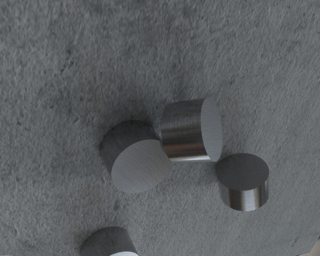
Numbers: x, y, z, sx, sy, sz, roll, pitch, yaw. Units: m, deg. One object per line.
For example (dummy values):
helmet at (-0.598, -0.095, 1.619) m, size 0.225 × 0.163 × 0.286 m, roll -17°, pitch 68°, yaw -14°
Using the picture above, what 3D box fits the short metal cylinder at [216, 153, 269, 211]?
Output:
short metal cylinder at (0.134, 0.086, 0.501) m, size 0.080 × 0.080 × 0.050 m, roll -26°, pitch 128°, yaw -13°

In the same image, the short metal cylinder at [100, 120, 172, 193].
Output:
short metal cylinder at (-0.031, 0.036, 0.398) m, size 0.081 × 0.050 × 0.079 m, roll -14°, pitch 125°, yaw -21°

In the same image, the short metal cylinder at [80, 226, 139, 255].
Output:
short metal cylinder at (-0.076, 0.199, 0.474) m, size 0.081 × 0.050 × 0.079 m, roll -14°, pitch 125°, yaw -21°

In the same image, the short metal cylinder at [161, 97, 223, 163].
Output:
short metal cylinder at (0.042, 0.004, 0.390) m, size 0.050 × 0.080 × 0.080 m, roll -7°, pitch 135°, yaw 27°
